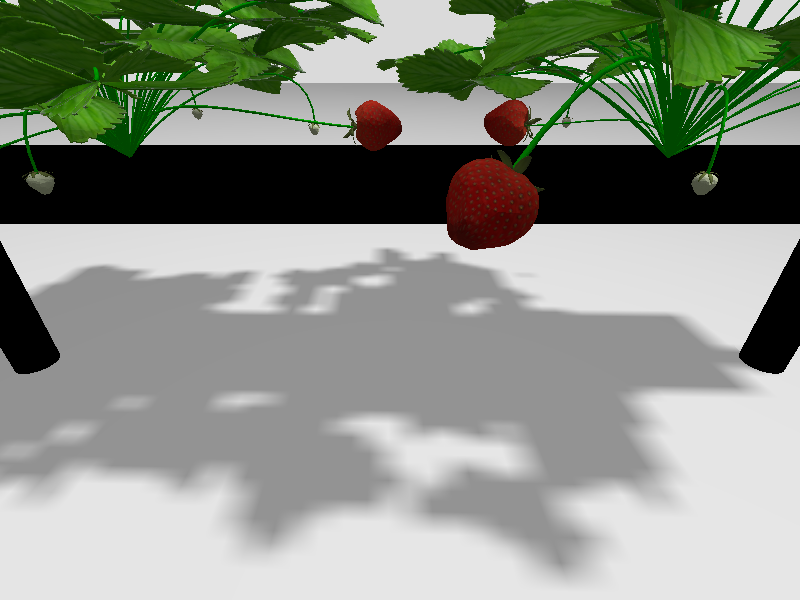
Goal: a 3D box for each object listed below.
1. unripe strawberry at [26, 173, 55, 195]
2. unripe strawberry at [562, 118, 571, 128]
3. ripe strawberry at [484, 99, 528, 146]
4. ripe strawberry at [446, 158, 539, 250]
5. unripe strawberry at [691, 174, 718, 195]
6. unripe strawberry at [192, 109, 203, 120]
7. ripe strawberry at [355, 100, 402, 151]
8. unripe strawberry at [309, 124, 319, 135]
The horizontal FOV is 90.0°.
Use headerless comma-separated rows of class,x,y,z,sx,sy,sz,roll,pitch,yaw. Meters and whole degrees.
unripe strawberry,-0.190,-0.062,0.212,0.011,0.011,0.010,-7,31,-13
unripe strawberry,0.199,-0.212,0.478,0.011,0.011,0.010,-4,30,-8
ripe strawberry,0.101,-0.171,0.386,0.042,0.041,0.039,15,33,26
ripe strawberry,0.033,-0.036,0.156,0.037,0.037,0.031,26,-24,37
unripe strawberry,0.159,-0.061,0.210,0.011,0.011,0.010,13,32,22
unripe strawberry,-0.240,-0.220,0.475,0.011,0.011,0.011,-2,30,-4
ripe strawberry,-0.019,-0.157,0.361,0.043,0.042,0.040,-5,30,-10
unripe strawberry,-0.090,-0.179,0.421,0.010,0.011,0.012,-21,36,-32
